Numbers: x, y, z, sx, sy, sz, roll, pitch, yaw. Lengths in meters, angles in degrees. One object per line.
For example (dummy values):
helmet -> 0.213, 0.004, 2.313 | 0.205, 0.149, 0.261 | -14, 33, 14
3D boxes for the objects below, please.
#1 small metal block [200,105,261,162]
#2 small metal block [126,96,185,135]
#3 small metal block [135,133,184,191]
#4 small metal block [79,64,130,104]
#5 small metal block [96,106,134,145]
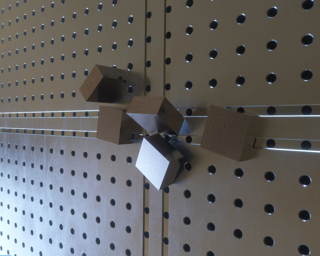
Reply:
small metal block -> 0.078, 0.005, 0.344 | 0.050, 0.025, 0.050 | 20, 103, 38
small metal block -> -0.005, -0.016, 0.392 | 0.050, 0.050, 0.025 | 5, 63, 39
small metal block -> -0.002, 0.043, 0.401 | 0.050, 0.025, 0.050 | 42, 130, 31
small metal block -> -0.082, -0.064, 0.458 | 0.050, 0.050, 0.025 | -47, 62, 29
small metal block -> -0.067, -0.005, 0.462 | 0.050, 0.025, 0.050 | 13, 98, 39
